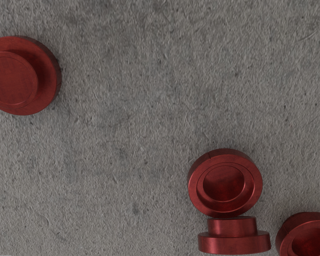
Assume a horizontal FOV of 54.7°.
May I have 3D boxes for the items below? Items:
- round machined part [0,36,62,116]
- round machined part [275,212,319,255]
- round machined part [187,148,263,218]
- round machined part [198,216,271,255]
[{"bbox_3d":[-0.175,-0.061,0.377,0.099,0.042,0.097,0,110,0],"label":"round machined part"},{"bbox_3d":[0.221,0.166,0.464,0.099,0.042,0.097,0,110,0],"label":"round machined part"},{"bbox_3d":[0.086,0.072,0.428,0.099,0.042,0.097,0,110,0],"label":"round machined part"},{"bbox_3d":[0.102,0.147,0.435,0.099,0.098,0.042,-3,77,1],"label":"round machined part"}]
